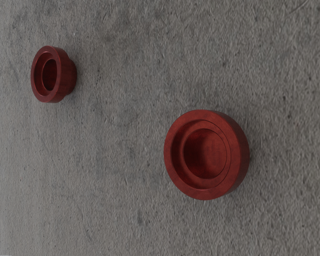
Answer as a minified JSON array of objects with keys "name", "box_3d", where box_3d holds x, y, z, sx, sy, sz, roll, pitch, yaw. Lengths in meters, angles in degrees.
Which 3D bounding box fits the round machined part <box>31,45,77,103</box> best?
[{"name":"round machined part","box_3d":[-0.183,-0.092,0.546,0.098,0.042,0.097,0,90,40]}]

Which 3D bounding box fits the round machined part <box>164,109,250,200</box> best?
[{"name":"round machined part","box_3d":[0.055,0.029,0.349,0.098,0.042,0.097,0,90,40]}]
